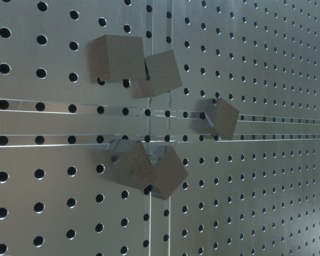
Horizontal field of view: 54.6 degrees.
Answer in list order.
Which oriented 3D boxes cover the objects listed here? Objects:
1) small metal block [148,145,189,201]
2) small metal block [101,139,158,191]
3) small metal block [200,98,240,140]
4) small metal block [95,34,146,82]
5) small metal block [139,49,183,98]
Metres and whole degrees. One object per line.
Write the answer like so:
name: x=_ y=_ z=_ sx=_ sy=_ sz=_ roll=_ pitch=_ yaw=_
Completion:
small metal block: x=0.004 y=0.059 z=0.412 sx=0.050 sy=0.025 sz=0.050 roll=-44 pitch=116 yaw=-31
small metal block: x=-0.036 y=0.041 z=0.362 sx=0.025 sy=0.050 sz=0.050 roll=-36 pitch=112 yaw=-34
small metal block: x=0.095 y=-0.014 z=0.487 sx=0.050 sy=0.025 sz=0.050 roll=29 pitch=72 yaw=-36
small metal block: x=-0.046 y=-0.082 z=0.369 sx=0.050 sy=0.025 sz=0.050 roll=-9 pitch=96 yaw=-39
small metal block: x=-0.002 y=-0.071 z=0.406 sx=0.050 sy=0.025 sz=0.050 roll=-26 pitch=107 yaw=-37
